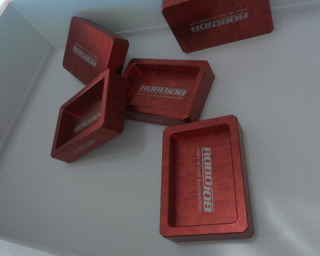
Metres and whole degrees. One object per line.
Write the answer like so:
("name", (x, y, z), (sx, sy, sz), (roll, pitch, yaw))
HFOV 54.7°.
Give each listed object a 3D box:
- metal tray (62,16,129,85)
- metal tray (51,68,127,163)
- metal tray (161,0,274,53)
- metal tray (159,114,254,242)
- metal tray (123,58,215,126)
("metal tray", (-0.108, -0.118, 0.499), (0.130, 0.030, 0.089), (37, 118, 38))
("metal tray", (-0.100, -0.014, 0.431), (0.130, 0.030, 0.090), (-28, 49, 38))
("metal tray", (0.078, -0.155, 0.416), (0.130, 0.090, 0.030), (-9, 58, 23))
("metal tray", (0.049, 0.054, 0.342), (0.090, 0.030, 0.130), (-11, 57, 21))
("metal tray", (0.000, -0.051, 0.432), (0.130, 0.030, 0.090), (10, 66, 32))
